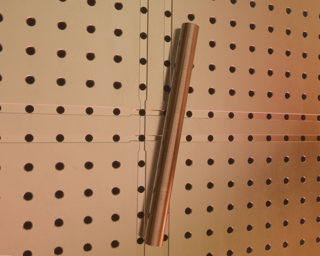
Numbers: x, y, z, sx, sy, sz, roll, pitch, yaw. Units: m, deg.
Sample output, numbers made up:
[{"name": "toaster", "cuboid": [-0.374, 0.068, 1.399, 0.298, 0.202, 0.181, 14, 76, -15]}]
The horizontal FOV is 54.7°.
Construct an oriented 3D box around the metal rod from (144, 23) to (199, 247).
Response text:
[{"name": "metal rod", "cuboid": [0.017, 0.006, 0.419, 0.025, 0.025, 0.298, 11, 86, -20]}]
